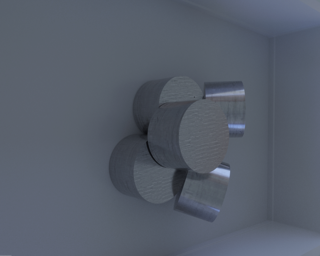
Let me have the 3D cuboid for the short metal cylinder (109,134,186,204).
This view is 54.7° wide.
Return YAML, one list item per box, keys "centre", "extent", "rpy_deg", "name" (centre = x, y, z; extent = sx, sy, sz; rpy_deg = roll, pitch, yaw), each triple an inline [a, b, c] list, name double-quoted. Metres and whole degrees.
- centre: [-0.014, 0.048, 0.379]
  extent: [0.081, 0.050, 0.079]
  rpy_deg: [0, 90, -40]
  name: "short metal cylinder"

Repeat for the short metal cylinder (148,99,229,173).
- centre: [0.033, 0.009, 0.351]
  extent: [0.081, 0.050, 0.079]
  rpy_deg: [0, 90, -40]
  name: "short metal cylinder"

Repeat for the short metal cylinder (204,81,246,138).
- centre: [0.089, -0.026, 0.438]
  extent: [0.080, 0.050, 0.079]
  rpy_deg: [-3, 92, -84]
  name: "short metal cylinder"

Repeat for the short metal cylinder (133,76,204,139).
- centre: [0.013, -0.025, 0.401]
  extent: [0.081, 0.050, 0.079]
  rpy_deg: [0, 90, -40]
  name: "short metal cylinder"

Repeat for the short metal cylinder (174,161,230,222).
- centre: [0.054, 0.077, 0.408]
  extent: [0.050, 0.080, 0.080]
  rpy_deg: [18, 75, 3]
  name: "short metal cylinder"
